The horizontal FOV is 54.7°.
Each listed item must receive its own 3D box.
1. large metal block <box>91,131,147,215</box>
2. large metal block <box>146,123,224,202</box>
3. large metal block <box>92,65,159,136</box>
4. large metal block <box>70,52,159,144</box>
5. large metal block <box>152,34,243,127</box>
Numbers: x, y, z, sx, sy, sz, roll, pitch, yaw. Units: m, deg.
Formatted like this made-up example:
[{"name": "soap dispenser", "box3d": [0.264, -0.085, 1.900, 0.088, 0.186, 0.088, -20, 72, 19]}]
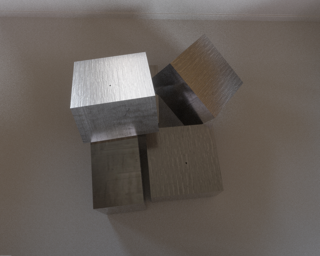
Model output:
[{"name": "large metal block", "box3d": [-0.046, 0.054, 0.359, 0.050, 0.080, 0.080, -6, 70, -3]}, {"name": "large metal block", "box3d": [0.026, 0.044, 0.377, 0.081, 0.050, 0.080, -5, 70, -2]}, {"name": "large metal block", "box3d": [-0.042, -0.034, 0.407, 0.081, 0.050, 0.080, -1, 70, -1]}, {"name": "large metal block", "box3d": [-0.048, -0.035, 0.338, 0.081, 0.050, 0.080, -9, 45, -3]}, {"name": "large metal block", "box3d": [0.046, -0.057, 0.389, 0.080, 0.050, 0.080, 50, 54, -8]}]
